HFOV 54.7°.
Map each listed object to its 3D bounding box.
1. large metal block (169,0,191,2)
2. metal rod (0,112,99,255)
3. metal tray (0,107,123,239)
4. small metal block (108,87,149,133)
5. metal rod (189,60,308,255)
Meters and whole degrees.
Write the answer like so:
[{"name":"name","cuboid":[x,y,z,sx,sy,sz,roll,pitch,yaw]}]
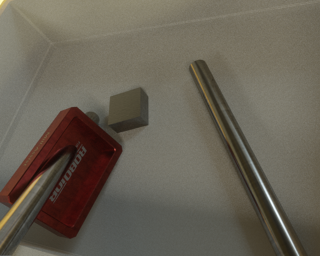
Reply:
[{"name":"large metal block","cuboid":[0.031,-0.272,0.541,0.080,0.050,0.080,24,75,36]},{"name":"metal rod","cuboid":[-0.121,0.054,0.337,0.025,0.025,0.301,-20,23,16]},{"name":"metal tray","cuboid":[-0.110,0.051,0.368,0.030,0.090,0.130,-12,43,45]},{"name":"small metal block","cuboid":[-0.045,-0.025,0.443,0.050,0.025,0.050,-14,56,19]},{"name":"metal rod","cuboid":[0.089,0.030,0.339,0.025,0.025,0.299,-27,53,11]}]
